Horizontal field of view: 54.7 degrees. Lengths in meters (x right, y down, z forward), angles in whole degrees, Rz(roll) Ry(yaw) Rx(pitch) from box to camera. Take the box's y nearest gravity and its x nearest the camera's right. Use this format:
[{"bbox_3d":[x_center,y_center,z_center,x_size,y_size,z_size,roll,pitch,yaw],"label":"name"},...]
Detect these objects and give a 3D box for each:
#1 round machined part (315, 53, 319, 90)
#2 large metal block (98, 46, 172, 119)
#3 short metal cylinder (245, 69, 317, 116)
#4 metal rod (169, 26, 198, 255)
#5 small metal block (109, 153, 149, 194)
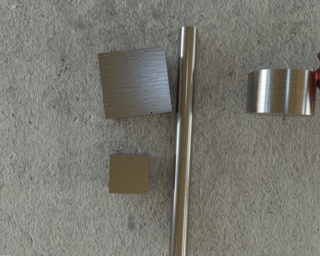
[{"bbox_3d":[0.230,-0.056,0.386,0.098,0.098,0.042,45,126,0],"label":"round machined part"},{"bbox_3d":[-0.030,-0.055,0.397,0.081,0.050,0.079,-7,90,-1],"label":"large metal block"},{"bbox_3d":[0.149,-0.041,0.384,0.081,0.080,0.050,3,90,-1],"label":"short metal cylinder"},{"bbox_3d":[0.031,0.018,0.410,0.025,0.025,0.298,3,90,-1],"label":"metal rod"},{"bbox_3d":[-0.040,0.060,0.410,0.050,0.025,0.050,2,90,-1],"label":"small metal block"}]
